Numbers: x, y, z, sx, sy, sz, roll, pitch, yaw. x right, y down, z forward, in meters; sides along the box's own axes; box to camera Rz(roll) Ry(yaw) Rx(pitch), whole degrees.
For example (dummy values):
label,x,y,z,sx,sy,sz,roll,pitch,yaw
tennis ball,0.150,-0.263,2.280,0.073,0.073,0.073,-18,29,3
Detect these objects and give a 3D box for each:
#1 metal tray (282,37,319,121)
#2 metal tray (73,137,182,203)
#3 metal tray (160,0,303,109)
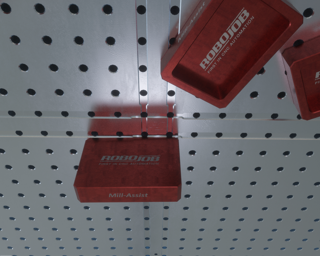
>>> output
label,x,y,z,sx,sy,sz,roll,pitch,yaw
metal tray,0.216,-0.069,0.351,0.130,0.030,0.090,-20,128,16
metal tray,-0.039,0.053,0.413,0.131,0.090,0.030,0,130,0
metal tray,0.070,-0.090,0.331,0.090,0.030,0.129,25,126,-20
